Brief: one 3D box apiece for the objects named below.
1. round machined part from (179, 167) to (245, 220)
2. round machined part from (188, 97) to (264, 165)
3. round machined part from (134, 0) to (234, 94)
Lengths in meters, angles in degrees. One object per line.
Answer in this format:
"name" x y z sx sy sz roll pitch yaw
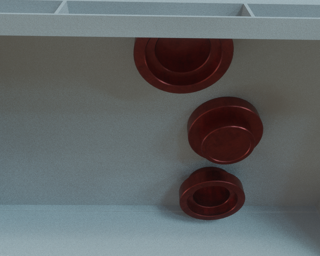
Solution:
"round machined part" 0.079 0.098 0.482 0.099 0.042 0.097 0 130 0
"round machined part" 0.086 0.010 0.407 0.099 0.042 0.097 0 130 0
"round machined part" 0.023 -0.086 0.320 0.099 0.042 0.097 0 137 0
